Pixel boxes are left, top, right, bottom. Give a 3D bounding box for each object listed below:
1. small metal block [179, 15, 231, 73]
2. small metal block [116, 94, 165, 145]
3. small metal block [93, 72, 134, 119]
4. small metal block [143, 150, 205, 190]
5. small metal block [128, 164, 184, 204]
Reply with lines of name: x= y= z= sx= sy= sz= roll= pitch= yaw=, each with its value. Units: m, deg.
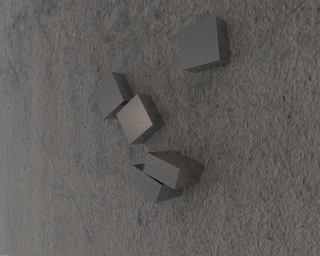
small metal block: x=0.052 y=-0.096 z=0.362 sx=0.050 sy=0.025 sz=0.050 roll=-8 pitch=85 yaw=39
small metal block: x=-0.028 y=-0.012 z=0.428 sx=0.050 sy=0.025 sz=0.050 roll=-40 pitch=66 yaw=32
small metal block: x=-0.068 y=-0.047 z=0.462 sx=0.050 sy=0.025 sz=0.050 roll=-37 pitch=68 yaw=34
small metal block: x=0.017 y=0.049 z=0.375 sx=0.050 sy=0.050 sz=0.025 roll=23 pitch=104 yaw=38
small metal block: x=-0.003 y=0.067 z=0.391 sx=0.050 sy=0.050 sz=0.025 roll=29 pitch=108 yaw=36
